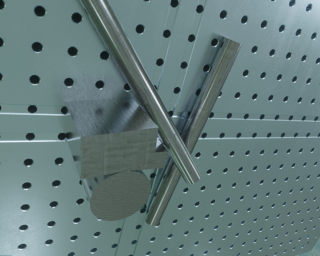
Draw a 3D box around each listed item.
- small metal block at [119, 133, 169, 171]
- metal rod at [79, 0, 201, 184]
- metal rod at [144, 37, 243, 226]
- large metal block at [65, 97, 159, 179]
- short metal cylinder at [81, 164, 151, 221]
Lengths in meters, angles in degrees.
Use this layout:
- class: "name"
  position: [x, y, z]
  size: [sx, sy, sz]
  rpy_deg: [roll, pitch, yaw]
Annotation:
- class: "small metal block"
  position: [-0.025, 0.029, 0.399]
  size: [0.050, 0.050, 0.025]
  rpy_deg: [-1, 119, -28]
- class: "metal rod"
  position: [-0.015, -0.038, 0.361]
  size: [0.025, 0.025, 0.299]
  rpy_deg: [-34, 124, -6]
- class: "metal rod"
  position: [0.040, 0.019, 0.444]
  size: [0.025, 0.025, 0.298]
  rpy_deg: [9, 114, -32]
- class: "large metal block"
  position: [-0.057, 0.007, 0.348]
  size: [0.081, 0.080, 0.050]
  rpy_deg: [-7, 122, -25]
- class: "short metal cylinder"
  position: [-0.059, 0.075, 0.409]
  size: [0.081, 0.050, 0.079]
  rpy_deg: [-14, 125, -21]
